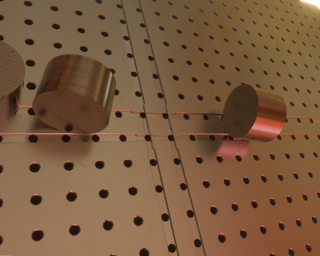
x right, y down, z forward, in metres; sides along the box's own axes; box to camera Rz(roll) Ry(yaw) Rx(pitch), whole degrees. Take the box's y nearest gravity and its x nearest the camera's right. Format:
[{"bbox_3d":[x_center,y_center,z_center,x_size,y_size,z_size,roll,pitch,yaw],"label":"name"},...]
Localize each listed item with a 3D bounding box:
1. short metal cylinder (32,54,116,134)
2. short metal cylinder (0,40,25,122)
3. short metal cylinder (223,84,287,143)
[{"bbox_3d":[-0.093,-0.035,0.344,0.081,0.080,0.050,17,55,-19],"label":"short metal cylinder"},{"bbox_3d":[-0.186,-0.049,0.322,0.081,0.050,0.080,14,56,-21],"label":"short metal cylinder"},{"bbox_3d":[0.138,-0.021,0.460,0.050,0.080,0.080,10,58,-23],"label":"short metal cylinder"}]
